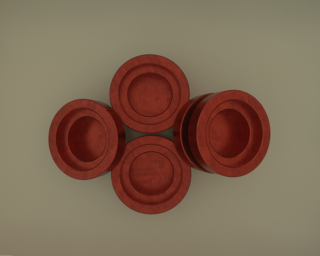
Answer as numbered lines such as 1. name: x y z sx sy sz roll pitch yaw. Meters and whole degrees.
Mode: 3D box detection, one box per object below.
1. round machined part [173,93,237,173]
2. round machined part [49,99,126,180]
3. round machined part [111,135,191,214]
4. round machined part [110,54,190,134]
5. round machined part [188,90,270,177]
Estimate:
1. round machined part: 0.061 0.006 0.391 0.099 0.042 0.097 0 89 -22
2. round machined part: -0.087 0.014 0.390 0.098 0.042 0.097 0 90 20
3. round machined part: -0.011 0.057 0.400 0.099 0.042 0.097 0 90 0
4. round machined part: -0.013 -0.042 0.400 0.099 0.042 0.097 0 90 0
5. round machined part: 0.076 0.006 0.363 0.099 0.042 0.097 0 90 -22
